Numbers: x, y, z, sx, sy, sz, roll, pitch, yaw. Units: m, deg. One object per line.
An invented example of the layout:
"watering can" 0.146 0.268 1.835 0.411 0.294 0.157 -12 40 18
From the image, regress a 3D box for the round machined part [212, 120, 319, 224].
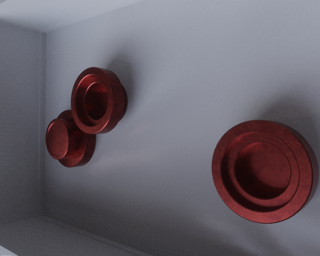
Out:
"round machined part" 0.105 0.041 0.308 0.098 0.042 0.097 0 90 39

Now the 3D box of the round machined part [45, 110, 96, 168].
"round machined part" -0.156 0.018 0.521 0.098 0.042 0.097 0 90 39

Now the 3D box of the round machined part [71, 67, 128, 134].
"round machined part" -0.087 -0.040 0.465 0.098 0.042 0.097 0 90 39
